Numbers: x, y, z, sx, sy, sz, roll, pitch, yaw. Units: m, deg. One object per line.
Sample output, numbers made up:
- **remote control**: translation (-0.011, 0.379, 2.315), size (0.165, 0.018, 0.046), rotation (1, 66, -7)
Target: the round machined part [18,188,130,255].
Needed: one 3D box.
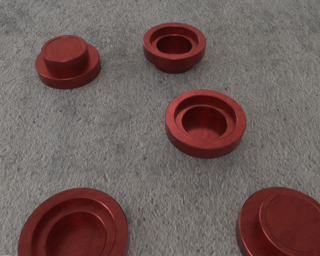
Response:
- **round machined part**: translation (-0.079, 0.111, 0.298), size (0.099, 0.042, 0.098), rotation (0, 50, 0)

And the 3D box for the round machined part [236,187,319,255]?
- **round machined part**: translation (0.129, 0.101, 0.308), size (0.099, 0.042, 0.098), rotation (0, 50, 0)

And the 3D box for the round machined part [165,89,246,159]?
- **round machined part**: translation (0.055, -0.001, 0.393), size (0.099, 0.042, 0.098), rotation (0, 50, 0)

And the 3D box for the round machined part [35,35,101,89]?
- **round machined part**: translation (-0.144, -0.108, 0.482), size (0.099, 0.042, 0.098), rotation (0, 50, 0)

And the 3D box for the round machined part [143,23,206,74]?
- **round machined part**: translation (0.023, -0.124, 0.497), size (0.099, 0.042, 0.098), rotation (0, 50, 0)
